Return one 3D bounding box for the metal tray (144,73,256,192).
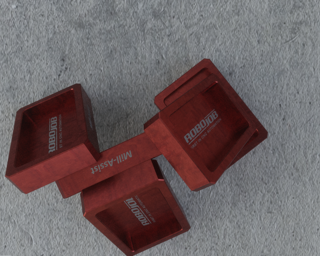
[{"bbox_3d":[0.052,-0.001,0.356,0.090,0.030,0.131,52,45,-1],"label":"metal tray"}]

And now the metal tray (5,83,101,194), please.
[{"bbox_3d":[-0.124,0.005,0.362,0.090,0.130,0.030,-24,129,-1],"label":"metal tray"}]

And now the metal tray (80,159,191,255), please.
[{"bbox_3d":[-0.023,0.100,0.367,0.090,0.030,0.130,-25,135,0],"label":"metal tray"}]

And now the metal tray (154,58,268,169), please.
[{"bbox_3d":[0.065,-0.014,0.409,0.090,0.030,0.130,-38,91,-1],"label":"metal tray"}]

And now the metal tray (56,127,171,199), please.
[{"bbox_3d":[-0.052,0.037,0.378,0.131,0.090,0.030,-25,90,0],"label":"metal tray"}]
